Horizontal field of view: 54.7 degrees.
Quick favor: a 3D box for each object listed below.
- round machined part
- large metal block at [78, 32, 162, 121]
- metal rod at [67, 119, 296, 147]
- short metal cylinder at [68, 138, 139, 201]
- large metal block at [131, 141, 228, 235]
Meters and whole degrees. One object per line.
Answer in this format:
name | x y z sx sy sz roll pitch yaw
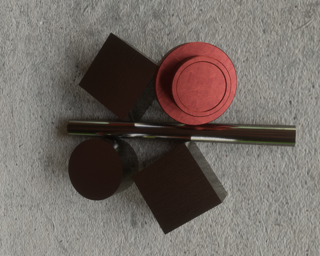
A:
round machined part | 0.043 -0.050 0.360 0.099 0.042 0.097 -2 105 -8
large metal block | -0.045 -0.065 0.409 0.080 0.050 0.080 38 102 15
metal rod | 0.013 0.004 0.406 0.301 0.025 0.025 2 91 19
short metal cylinder | -0.076 0.054 0.422 0.080 0.050 0.079 0 90 19
large metal block | 0.025 0.072 0.387 0.080 0.050 0.080 -35 79 16
